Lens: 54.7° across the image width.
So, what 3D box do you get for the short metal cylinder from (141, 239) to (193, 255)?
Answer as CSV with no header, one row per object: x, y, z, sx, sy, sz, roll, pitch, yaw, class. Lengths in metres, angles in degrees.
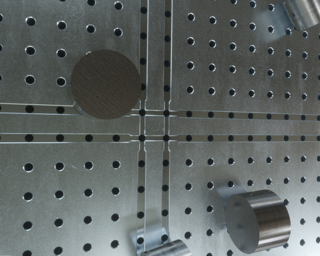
0.013,0.188,0.390,0.050,0.080,0.079,-12,94,-20,short metal cylinder

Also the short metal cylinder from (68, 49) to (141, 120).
-0.068,-0.049,0.375,0.081,0.050,0.079,0,90,-20,short metal cylinder

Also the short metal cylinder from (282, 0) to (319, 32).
0.236,-0.191,0.472,0.080,0.080,0.050,-35,102,-17,short metal cylinder

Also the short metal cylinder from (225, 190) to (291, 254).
0.135,0.130,0.435,0.050,0.080,0.079,-4,92,-20,short metal cylinder
